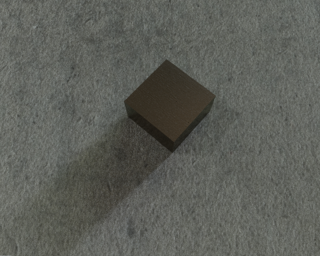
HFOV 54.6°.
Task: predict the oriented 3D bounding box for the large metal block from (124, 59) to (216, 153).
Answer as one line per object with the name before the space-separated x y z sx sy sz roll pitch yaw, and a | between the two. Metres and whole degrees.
large metal block | 0.013 -0.028 0.405 0.080 0.050 0.080 39 75 13
